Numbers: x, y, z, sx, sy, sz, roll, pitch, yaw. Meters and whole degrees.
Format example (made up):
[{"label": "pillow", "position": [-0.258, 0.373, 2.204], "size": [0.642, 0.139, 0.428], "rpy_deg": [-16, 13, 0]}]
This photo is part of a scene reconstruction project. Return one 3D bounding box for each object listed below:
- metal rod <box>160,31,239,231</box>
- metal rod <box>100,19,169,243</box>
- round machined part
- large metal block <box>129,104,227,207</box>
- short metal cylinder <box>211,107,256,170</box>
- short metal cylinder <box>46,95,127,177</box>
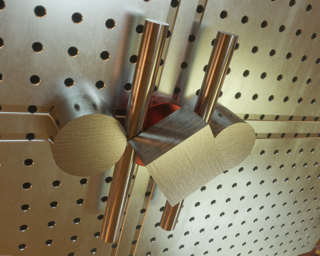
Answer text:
[{"label": "metal rod", "position": [0.046, 0.021, 0.422], "size": [0.025, 0.025, 0.298], "rpy_deg": [0, 119, -29]}, {"label": "metal rod", "position": [-0.037, 0.023, 0.377], "size": [0.025, 0.025, 0.298], "rpy_deg": [0, 118, -29]}, {"label": "round machined part", "position": [0.000, 0.012, 0.408], "size": [0.099, 0.042, 0.097], "rpy_deg": [-14, 124, -21]}, {"label": "large metal block", "position": [0.023, 0.033, 0.366], "size": [0.080, 0.050, 0.080], "rpy_deg": [-33, 129, -7]}, {"label": "short metal cylinder", "position": [0.091, 0.016, 0.453], "size": [0.081, 0.050, 0.079], "rpy_deg": [-14, 124, -21]}, {"label": "short metal cylinder", "position": [-0.085, 0.008, 0.354], "size": [0.081, 0.050, 0.079], "rpy_deg": [-14, 124, -21]}]
